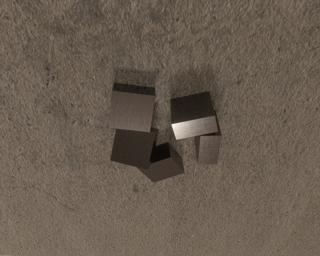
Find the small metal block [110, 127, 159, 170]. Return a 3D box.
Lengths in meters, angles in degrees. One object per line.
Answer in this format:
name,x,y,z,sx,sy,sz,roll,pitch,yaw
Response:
small metal block,-0.033,0.022,0.405,0.050,0.025,0.050,13,102,7

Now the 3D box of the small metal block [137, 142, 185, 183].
small metal block,0.001,0.050,0.444,0.050,0.025,0.050,-20,140,16

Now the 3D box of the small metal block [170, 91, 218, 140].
small metal block,0.041,-0.016,0.378,0.050,0.050,0.025,-11,129,9

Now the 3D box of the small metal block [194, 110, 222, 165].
small metal block,0.061,0.012,0.402,0.025,0.050,0.050,-1,130,0

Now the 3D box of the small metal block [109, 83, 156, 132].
small metal block,-0.034,-0.025,0.380,0.050,0.025,0.050,6,120,-6
